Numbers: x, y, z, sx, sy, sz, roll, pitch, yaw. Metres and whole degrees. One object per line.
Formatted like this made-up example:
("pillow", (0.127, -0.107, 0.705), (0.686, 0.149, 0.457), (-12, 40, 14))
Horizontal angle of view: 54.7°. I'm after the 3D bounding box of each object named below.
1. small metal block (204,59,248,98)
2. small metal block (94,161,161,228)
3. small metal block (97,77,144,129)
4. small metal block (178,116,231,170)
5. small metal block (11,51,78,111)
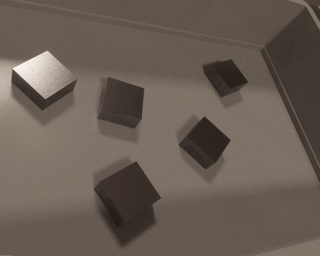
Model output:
("small metal block", (0.111, -0.084, 0.519), (0.050, 0.025, 0.050), (-23, 74, -36))
("small metal block", (-0.036, 0.073, 0.343), (0.050, 0.025, 0.050), (-27, 77, -37))
("small metal block", (-0.050, -0.032, 0.400), (0.050, 0.025, 0.050), (16, 55, -20))
("small metal block", (0.062, 0.020, 0.429), (0.050, 0.025, 0.050), (43, 51, 1))
("small metal block", (-0.137, -0.057, 0.367), (0.050, 0.025, 0.050), (43, 51, 1))
